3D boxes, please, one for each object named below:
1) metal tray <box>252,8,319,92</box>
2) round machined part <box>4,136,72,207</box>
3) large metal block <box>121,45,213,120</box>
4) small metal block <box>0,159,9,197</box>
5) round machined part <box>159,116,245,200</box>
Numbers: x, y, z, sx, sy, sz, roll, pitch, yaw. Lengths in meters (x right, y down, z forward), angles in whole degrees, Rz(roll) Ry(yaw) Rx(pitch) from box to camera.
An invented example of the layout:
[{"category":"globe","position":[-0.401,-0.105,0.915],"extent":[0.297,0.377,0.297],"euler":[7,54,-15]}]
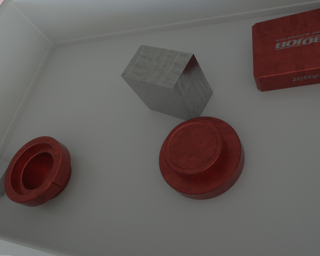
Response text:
[{"category":"metal tray","position":[0.180,-0.097,0.368],"extent":[0.130,0.030,0.090],"euler":[-6,59,24]},{"category":"round machined part","position":[-0.167,0.064,0.441],"extent":[0.098,0.042,0.098],"euler":[-13,56,20]},{"category":"large metal block","position":[0.011,-0.056,0.398],"extent":[0.080,0.080,0.050],"euler":[20,72,35]},{"category":"small metal block","position":[-0.260,0.074,0.487],"extent":[0.050,0.025,0.050],"euler":[17,70,19]},{"category":"round machined part","position":[0.043,0.028,0.354],"extent":[0.098,0.042,0.098],"euler":[-13,56,20]}]
